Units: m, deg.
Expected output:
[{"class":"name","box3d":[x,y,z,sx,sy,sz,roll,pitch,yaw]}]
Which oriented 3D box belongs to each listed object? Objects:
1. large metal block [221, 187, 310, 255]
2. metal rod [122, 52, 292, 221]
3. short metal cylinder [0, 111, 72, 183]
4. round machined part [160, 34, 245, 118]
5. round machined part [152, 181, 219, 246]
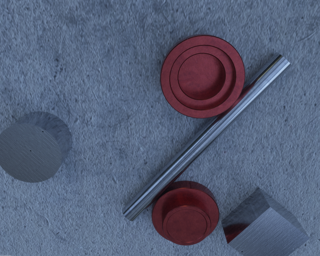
[{"class":"large metal block","box3d":[0.151,0.148,0.453,0.080,0.050,0.080,39,105,-13]},{"class":"metal rod","box3d":[0.053,0.021,0.418,0.025,0.025,0.299,39,105,-13]},{"class":"short metal cylinder","box3d":[-0.161,0.024,0.404,0.081,0.050,0.079,0,110,0]},{"class":"round machined part","box3d":[0.049,-0.064,0.378,0.099,0.042,0.097,0,110,0]},{"class":"round machined part","box3d":[0.037,0.129,0.449,0.099,0.042,0.097,0,110,0]}]
